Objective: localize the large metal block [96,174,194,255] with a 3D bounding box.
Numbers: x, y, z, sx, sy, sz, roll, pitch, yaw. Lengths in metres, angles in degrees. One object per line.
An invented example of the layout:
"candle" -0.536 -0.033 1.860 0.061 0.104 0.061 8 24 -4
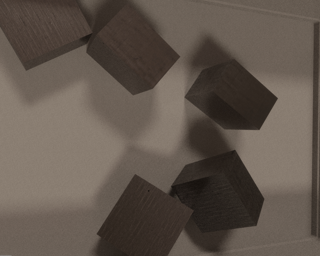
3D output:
"large metal block" -0.016 0.113 0.377 0.080 0.050 0.080 31 79 7

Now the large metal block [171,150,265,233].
"large metal block" 0.076 0.084 0.403 0.080 0.080 0.050 58 38 -12

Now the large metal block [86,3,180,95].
"large metal block" -0.035 -0.088 0.369 0.080 0.080 0.050 42 77 -16

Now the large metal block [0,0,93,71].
"large metal block" -0.135 -0.121 0.348 0.080 0.050 0.080 -31 100 -18

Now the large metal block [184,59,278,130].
"large metal block" 0.093 -0.041 0.417 0.080 0.080 0.050 37 78 -17
